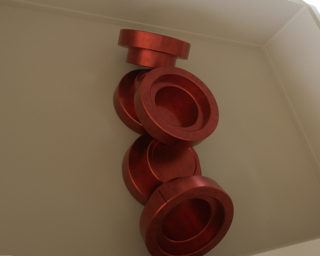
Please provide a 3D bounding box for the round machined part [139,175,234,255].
[{"bbox_3d":[0.025,0.091,0.329,0.099,0.097,0.042,6,21,-26],"label":"round machined part"}]

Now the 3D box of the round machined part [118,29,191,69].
[{"bbox_3d":[-0.010,-0.104,0.429,0.099,0.098,0.042,7,101,-25],"label":"round machined part"}]

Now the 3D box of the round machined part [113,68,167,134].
[{"bbox_3d":[-0.009,-0.040,0.414,0.099,0.042,0.098,14,56,-21],"label":"round machined part"}]

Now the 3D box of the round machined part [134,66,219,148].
[{"bbox_3d":[0.016,-0.020,0.360,0.099,0.042,0.098,14,56,-21],"label":"round machined part"}]

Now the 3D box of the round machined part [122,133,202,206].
[{"bbox_3d":[0.008,0.046,0.370,0.099,0.042,0.098,14,56,-21],"label":"round machined part"}]
